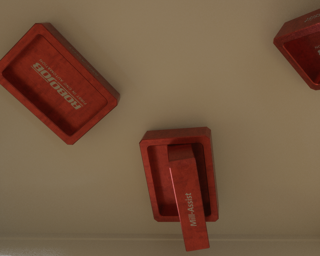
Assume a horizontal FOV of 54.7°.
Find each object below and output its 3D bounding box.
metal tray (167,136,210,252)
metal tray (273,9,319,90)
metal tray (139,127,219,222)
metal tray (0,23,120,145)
[{"bbox_3d":[0.036,0.081,0.407,0.030,0.090,0.129,-10,110,3],"label":"metal tray"},{"bbox_3d":[0.197,-0.087,0.324,0.090,0.130,0.030,42,74,-19],"label":"metal tray"},{"bbox_3d":[0.029,0.066,0.420,0.090,0.030,0.129,-4,111,13],"label":"metal tray"},{"bbox_3d":[-0.126,-0.053,0.387,0.090,0.030,0.130,-40,106,13],"label":"metal tray"}]
